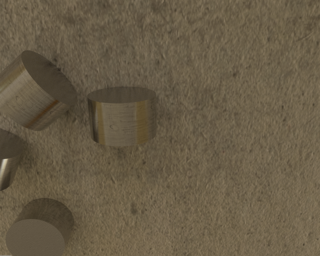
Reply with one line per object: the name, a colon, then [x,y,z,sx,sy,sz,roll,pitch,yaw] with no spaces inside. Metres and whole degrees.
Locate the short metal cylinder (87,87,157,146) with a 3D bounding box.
short metal cylinder: [-0.045,-0.017,0.374,0.081,0.080,0.050,0,110,0]

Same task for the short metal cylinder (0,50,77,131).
short metal cylinder: [-0.145,-0.043,0.362,0.050,0.080,0.080,-38,106,12]

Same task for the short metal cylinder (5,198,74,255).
short metal cylinder: [-0.172,0.150,0.449,0.081,0.050,0.079,0,110,-1]

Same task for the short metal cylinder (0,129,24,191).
short metal cylinder: [-0.221,0.038,0.391,0.080,0.080,0.050,22,109,-8]
